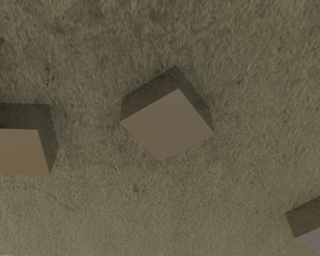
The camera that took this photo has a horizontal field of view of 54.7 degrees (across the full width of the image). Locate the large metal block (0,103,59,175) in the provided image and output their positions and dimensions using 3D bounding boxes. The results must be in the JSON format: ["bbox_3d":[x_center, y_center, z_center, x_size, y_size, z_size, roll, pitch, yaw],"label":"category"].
[{"bbox_3d":[-0.184,0.015,0.401,0.081,0.050,0.079,2,130,-2],"label":"large metal block"}]

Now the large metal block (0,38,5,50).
[{"bbox_3d":[-0.226,-0.075,0.323,0.080,0.050,0.080,32,123,-24],"label":"large metal block"}]

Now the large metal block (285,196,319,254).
[{"bbox_3d":[0.283,0.168,0.538,0.080,0.050,0.080,35,122,-26],"label":"large metal block"}]

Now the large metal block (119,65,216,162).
[{"bbox_3d":[0.009,-0.015,0.378,0.080,0.050,0.080,-28,125,21],"label":"large metal block"}]
